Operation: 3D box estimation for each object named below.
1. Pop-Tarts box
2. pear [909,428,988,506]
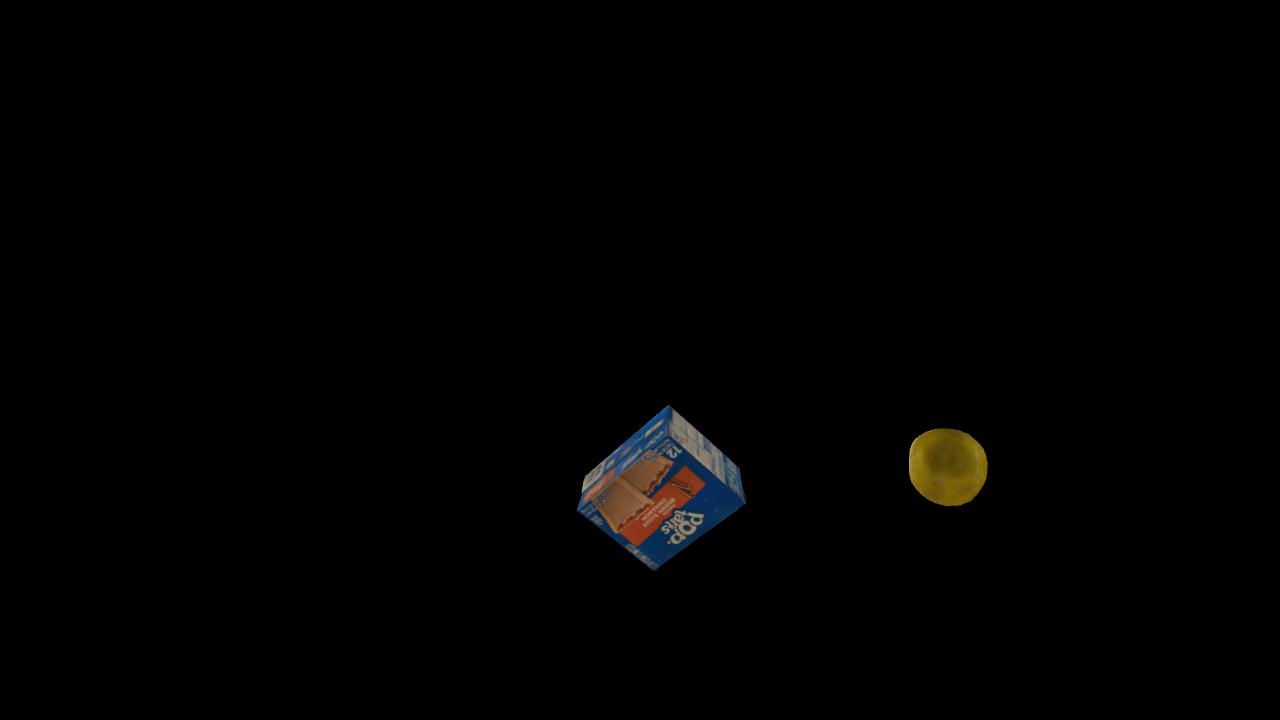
[{"bbox_3d":[0.027,0.170,0.807,0.167,0.141,0.083,-42,16,21],"label":"Pop-Tarts box"},{"bbox_3d":[0.321,0.116,0.653,0.080,0.080,0.111,0,-16,15],"label":"pear"}]
